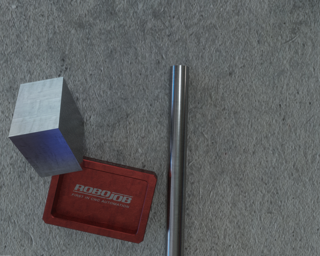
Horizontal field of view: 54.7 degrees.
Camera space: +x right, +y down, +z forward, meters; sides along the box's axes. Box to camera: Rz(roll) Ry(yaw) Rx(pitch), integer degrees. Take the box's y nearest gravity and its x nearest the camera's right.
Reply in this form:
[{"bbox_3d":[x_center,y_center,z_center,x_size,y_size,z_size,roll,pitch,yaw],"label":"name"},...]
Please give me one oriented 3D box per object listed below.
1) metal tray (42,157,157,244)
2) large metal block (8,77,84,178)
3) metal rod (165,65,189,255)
[{"bbox_3d":[-0.076,0.090,0.406,0.131,0.030,0.089,13,90,-1],"label":"metal tray"},{"bbox_3d":[-0.127,0.000,0.364,0.050,0.080,0.080,-10,50,0],"label":"large metal block"},{"bbox_3d":[0.022,0.068,0.410,0.025,0.025,0.298,2,90,-1],"label":"metal rod"}]
